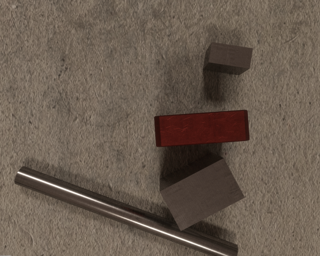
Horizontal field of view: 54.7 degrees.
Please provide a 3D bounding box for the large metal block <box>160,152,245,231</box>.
[{"bbox_3d":[0.047,0.074,0.383,0.080,0.080,0.050,-28,90,0],"label":"large metal block"}]

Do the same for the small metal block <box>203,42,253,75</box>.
[{"bbox_3d":[0.085,-0.088,0.399,0.050,0.050,0.025,9,90,-1],"label":"small metal block"}]

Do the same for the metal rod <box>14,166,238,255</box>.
[{"bbox_3d":[-0.043,0.114,0.409,0.301,0.025,0.025,20,90,-1],"label":"metal rod"}]

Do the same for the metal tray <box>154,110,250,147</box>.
[{"bbox_3d":[0.040,0.000,0.358,0.091,0.130,0.030,-4,90,0],"label":"metal tray"}]
